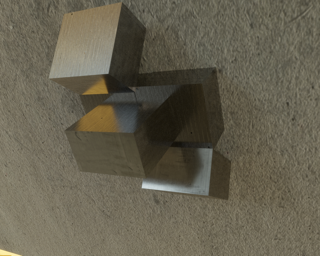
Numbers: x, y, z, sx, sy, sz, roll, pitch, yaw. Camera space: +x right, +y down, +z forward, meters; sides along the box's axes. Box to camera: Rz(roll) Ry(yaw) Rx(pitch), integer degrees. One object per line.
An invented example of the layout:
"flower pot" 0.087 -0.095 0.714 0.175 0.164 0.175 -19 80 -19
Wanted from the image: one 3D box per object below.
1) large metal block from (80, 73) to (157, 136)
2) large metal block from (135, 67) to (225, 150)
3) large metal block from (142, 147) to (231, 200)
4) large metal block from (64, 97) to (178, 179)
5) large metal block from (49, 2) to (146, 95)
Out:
"large metal block" -0.047 -0.022 0.399 0.080 0.050 0.079 1 119 27
"large metal block" 0.025 -0.022 0.362 0.080 0.050 0.079 1 119 27
"large metal block" 0.036 0.056 0.380 0.080 0.080 0.050 1 75 27
"large metal block" -0.037 0.006 0.331 0.080 0.080 0.050 1 119 27
"large metal block" -0.068 -0.085 0.347 0.080 0.050 0.080 1 75 28
